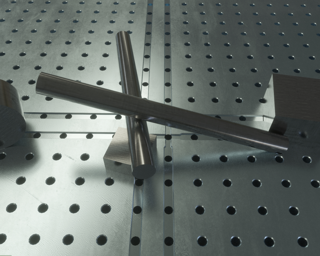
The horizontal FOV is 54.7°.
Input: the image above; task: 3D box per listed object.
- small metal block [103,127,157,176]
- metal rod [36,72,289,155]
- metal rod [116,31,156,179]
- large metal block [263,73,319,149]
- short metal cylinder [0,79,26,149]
[{"bbox_3d":[-0.035,0.030,0.382,0.050,0.025,0.050,13,51,10],"label":"small metal block"},{"bbox_3d":[0.012,-0.014,0.367,0.302,0.025,0.025,14,50,-10],"label":"metal rod"},{"bbox_3d":[-0.041,-0.056,0.432,0.025,0.025,0.300,-7,44,-6],"label":"metal rod"},{"bbox_3d":[0.186,-0.023,0.413,0.080,0.050,0.080,9,50,6],"label":"large metal block"},{"bbox_3d":[-0.213,-0.016,0.383,0.081,0.080,0.050,-18,53,-15],"label":"short metal cylinder"}]
